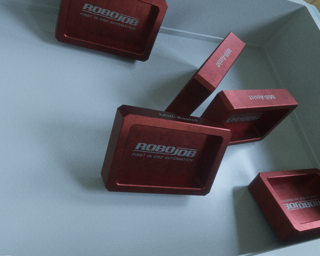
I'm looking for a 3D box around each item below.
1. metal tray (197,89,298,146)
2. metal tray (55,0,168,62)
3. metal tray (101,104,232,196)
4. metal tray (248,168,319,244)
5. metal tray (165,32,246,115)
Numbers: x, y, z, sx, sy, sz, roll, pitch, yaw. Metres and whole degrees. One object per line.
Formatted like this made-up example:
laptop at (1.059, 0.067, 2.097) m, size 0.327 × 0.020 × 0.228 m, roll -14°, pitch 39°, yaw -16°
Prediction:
metal tray at (0.117, -0.013, 0.434) m, size 0.131 × 0.089 × 0.030 m, roll -6°, pitch 55°, yaw -31°
metal tray at (-0.066, -0.148, 0.417) m, size 0.131 × 0.089 × 0.030 m, roll 8°, pitch 34°, yaw -24°
metal tray at (0.008, 0.029, 0.352) m, size 0.131 × 0.089 × 0.030 m, roll 8°, pitch 20°, yaw -24°
metal tray at (0.199, 0.103, 0.432) m, size 0.131 × 0.030 × 0.090 m, roll 1°, pitch 44°, yaw -28°
metal tray at (0.066, -0.073, 0.445) m, size 0.030 × 0.090 × 0.131 m, roll 40°, pitch 51°, yaw -2°
